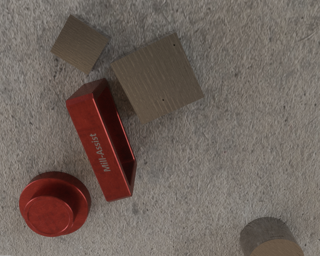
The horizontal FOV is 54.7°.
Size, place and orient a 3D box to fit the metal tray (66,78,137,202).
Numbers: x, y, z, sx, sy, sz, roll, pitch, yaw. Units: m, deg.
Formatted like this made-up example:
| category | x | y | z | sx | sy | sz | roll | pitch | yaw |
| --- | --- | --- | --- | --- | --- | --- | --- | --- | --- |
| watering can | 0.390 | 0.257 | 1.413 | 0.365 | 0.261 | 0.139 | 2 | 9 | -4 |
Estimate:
| category | x | y | z | sx | sy | sz | roll | pitch | yaw |
| --- | --- | --- | --- | --- | --- | --- | --- | --- | --- |
| metal tray | -0.065 | 0.012 | 0.378 | 0.030 | 0.090 | 0.129 | -16 | 110 | 6 |

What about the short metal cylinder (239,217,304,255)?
| category | x | y | z | sx | sy | sz | roll | pitch | yaw |
| --- | --- | --- | --- | --- | --- | --- | --- | --- | --- |
| short metal cylinder | 0.166 | 0.182 | 0.465 | 0.081 | 0.050 | 0.079 | 0 | 110 | 0 |

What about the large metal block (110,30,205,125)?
| category | x | y | z | sx | sy | sz | roll | pitch | yaw |
| --- | --- | --- | --- | --- | --- | --- | --- | --- | --- |
| large metal block | -0.002 | -0.062 | 0.374 | 0.080 | 0.050 | 0.080 | -24 | 109 | 8 |

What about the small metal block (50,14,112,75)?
| category | x | y | z | sx | sy | sz | roll | pitch | yaw |
| --- | --- | --- | --- | --- | --- | --- | --- | --- | --- |
| small metal block | -0.094 | -0.100 | 0.372 | 0.050 | 0.025 | 0.050 | 32 | 107 | -11 |

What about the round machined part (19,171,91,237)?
| category | x | y | z | sx | sy | sz | roll | pitch | yaw |
| --- | --- | --- | --- | --- | --- | --- | --- | --- | --- |
| round machined part | -0.152 | 0.115 | 0.442 | 0.099 | 0.042 | 0.097 | 0 | 110 | 0 |
